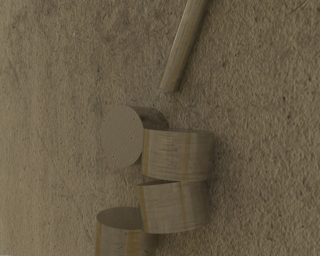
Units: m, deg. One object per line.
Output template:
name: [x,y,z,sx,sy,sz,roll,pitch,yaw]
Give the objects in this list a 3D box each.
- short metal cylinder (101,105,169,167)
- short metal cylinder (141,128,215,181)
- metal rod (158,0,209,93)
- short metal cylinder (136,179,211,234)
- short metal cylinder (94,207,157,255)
short metal cylinder: [-0.034,0.010,0.416,0.080,0.050,0.080,0,90,40]
short metal cylinder: [0.020,0.027,0.353,0.080,0.081,0.050,6,94,40]
metal rod: [0.057,-0.185,0.357,0.025,0.025,0.298,30,109,36]
short metal cylinder: [0.015,0.085,0.357,0.080,0.081,0.050,-13,82,39]
short metal cylinder: [-0.044,0.141,0.405,0.080,0.081,0.050,8,95,39]
